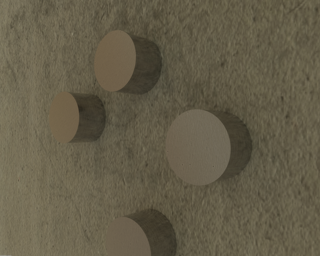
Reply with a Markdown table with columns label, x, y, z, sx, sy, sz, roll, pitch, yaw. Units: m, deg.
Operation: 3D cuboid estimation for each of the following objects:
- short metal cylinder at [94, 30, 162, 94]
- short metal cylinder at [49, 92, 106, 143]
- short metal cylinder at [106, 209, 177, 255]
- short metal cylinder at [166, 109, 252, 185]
| label | x | y | z | sx | sy | sz | roll | pitch | yaw |
| --- | --- | --- | --- | --- | --- | --- | --- | --- | --- |
| short metal cylinder | -0.044 | -0.087 | 0.423 | 0.080 | 0.050 | 0.079 | 0 | 90 | 39 |
| short metal cylinder | -0.133 | -0.016 | 0.495 | 0.080 | 0.050 | 0.079 | 0 | 90 | 39 |
| short metal cylinder | -0.025 | 0.152 | 0.408 | 0.080 | 0.050 | 0.079 | 0 | 90 | 39 |
| short metal cylinder | 0.053 | 0.020 | 0.343 | 0.080 | 0.050 | 0.079 | 0 | 90 | 39 |
